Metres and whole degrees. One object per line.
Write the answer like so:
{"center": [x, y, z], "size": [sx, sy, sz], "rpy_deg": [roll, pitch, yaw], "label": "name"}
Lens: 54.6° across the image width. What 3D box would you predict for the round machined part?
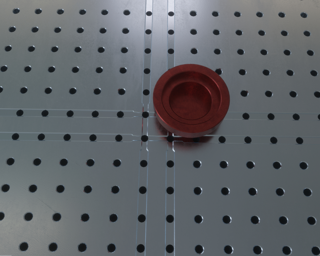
{"center": [0.040, -0.033, 0.415], "size": [0.099, 0.042, 0.098], "rpy_deg": [0, 70, 0], "label": "round machined part"}
